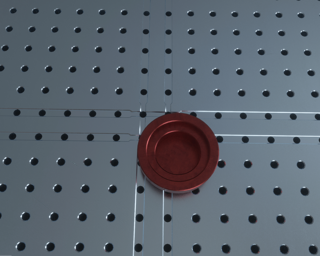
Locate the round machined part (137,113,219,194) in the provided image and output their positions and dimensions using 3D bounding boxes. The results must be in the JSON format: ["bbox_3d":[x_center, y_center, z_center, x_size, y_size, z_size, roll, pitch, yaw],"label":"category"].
[{"bbox_3d":[0.022,0.034,0.391,0.099,0.042,0.098,0,70,-1],"label":"round machined part"}]
